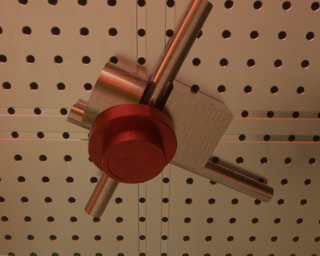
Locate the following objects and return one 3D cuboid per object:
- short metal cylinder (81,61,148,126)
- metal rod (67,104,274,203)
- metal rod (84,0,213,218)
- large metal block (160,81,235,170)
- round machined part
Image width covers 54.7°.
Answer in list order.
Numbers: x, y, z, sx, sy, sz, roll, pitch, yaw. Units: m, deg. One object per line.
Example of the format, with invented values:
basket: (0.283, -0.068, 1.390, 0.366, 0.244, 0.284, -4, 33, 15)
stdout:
short metal cylinder: (-0.054, -0.033, 0.371, 0.050, 0.080, 0.080, 24, 108, -9)
metal rod: (0.021, 0.038, 0.427, 0.302, 0.025, 0.025, 23, 108, -9)
metal rod: (-0.019, -0.018, 0.386, 0.025, 0.025, 0.298, 27, 100, -10)
large metal block: (0.034, -0.005, 0.395, 0.080, 0.050, 0.080, 24, 108, -9)
round machined part: (-0.029, 0.024, 0.343, 0.099, 0.042, 0.097, -5, 130, -5)
